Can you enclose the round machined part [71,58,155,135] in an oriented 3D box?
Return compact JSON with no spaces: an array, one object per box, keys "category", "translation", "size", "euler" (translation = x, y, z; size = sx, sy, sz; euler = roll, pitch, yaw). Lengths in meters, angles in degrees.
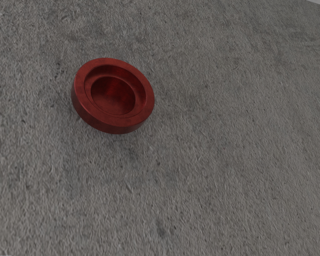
[{"category":"round machined part","translation":[-0.060,-0.035,0.382],"size":[0.099,0.042,0.098],"euler":[13,56,-21]}]
